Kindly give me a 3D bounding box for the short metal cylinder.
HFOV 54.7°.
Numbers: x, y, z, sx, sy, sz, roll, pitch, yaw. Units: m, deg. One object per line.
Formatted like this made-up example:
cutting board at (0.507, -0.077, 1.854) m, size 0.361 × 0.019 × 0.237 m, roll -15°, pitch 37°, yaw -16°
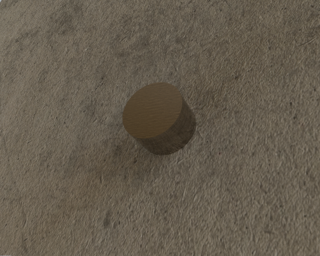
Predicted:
short metal cylinder at (0.000, -0.011, 0.395) m, size 0.080 × 0.050 × 0.080 m, roll -13°, pitch 56°, yaw 20°
